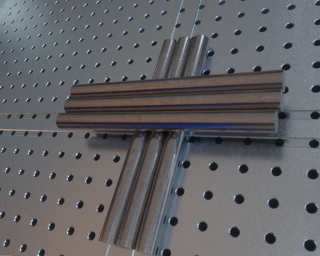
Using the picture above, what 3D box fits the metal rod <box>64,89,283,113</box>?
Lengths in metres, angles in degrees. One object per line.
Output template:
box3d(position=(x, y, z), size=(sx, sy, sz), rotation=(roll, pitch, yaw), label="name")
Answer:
box3d(position=(-0.004, -0.031, 0.398), size=(0.300, 0.025, 0.025), rotation=(1, 62, 28), label="metal rod")

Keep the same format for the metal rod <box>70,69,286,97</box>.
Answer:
box3d(position=(0.003, -0.053, 0.408), size=(0.300, 0.025, 0.025), rotation=(1, 62, 28), label="metal rod")

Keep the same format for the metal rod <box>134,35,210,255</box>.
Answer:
box3d(position=(0.023, 0.003, 0.395), size=(0.025, 0.025, 0.300), rotation=(2, 62, 29), label="metal rod")

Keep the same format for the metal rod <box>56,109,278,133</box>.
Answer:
box3d(position=(-0.013, -0.009, 0.389), size=(0.300, 0.025, 0.025), rotation=(1, 62, 28), label="metal rod")

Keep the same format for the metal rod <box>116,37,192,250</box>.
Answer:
box3d(position=(0.001, 0.002, 0.407), size=(0.025, 0.025, 0.300), rotation=(2, 62, 29), label="metal rod")

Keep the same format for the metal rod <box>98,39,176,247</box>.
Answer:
box3d(position=(-0.021, 0.002, 0.419), size=(0.025, 0.025, 0.300), rotation=(2, 62, 29), label="metal rod")
